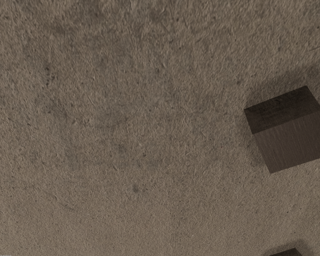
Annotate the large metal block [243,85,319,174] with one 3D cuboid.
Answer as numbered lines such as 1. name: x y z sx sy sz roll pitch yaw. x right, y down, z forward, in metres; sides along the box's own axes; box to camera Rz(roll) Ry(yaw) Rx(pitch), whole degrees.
1. large metal block: 0.164 0.004 0.397 0.080 0.050 0.080 -22 127 17

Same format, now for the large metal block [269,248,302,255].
1. large metal block: 0.270 0.305 0.655 0.080 0.050 0.080 -29 125 22
